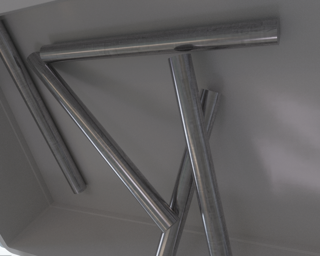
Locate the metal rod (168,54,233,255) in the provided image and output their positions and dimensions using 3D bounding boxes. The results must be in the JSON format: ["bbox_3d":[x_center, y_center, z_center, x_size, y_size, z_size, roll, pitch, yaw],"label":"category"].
[{"bbox_3d":[0.052,0.070,0.338,0.025,0.025,0.298,-10,94,32],"label":"metal rod"}]

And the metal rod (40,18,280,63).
[{"bbox_3d":[-0.022,-0.096,0.360,0.300,0.025,0.025,2,120,27],"label":"metal rod"}]

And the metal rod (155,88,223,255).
[{"bbox_3d":[0.022,0.100,0.376,0.025,0.025,0.298,18,99,18],"label":"metal rod"}]

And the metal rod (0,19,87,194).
[{"bbox_3d":[-0.191,-0.020,0.496,0.025,0.025,0.299,-7,115,31],"label":"metal rod"}]

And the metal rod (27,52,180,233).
[{"bbox_3d":[-0.083,0.006,0.397,0.300,0.025,0.025,48,131,18],"label":"metal rod"}]
